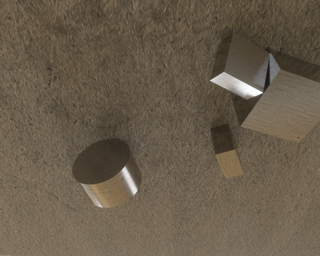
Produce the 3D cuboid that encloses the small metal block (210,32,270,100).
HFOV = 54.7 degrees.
[{"bbox_3d":[0.086,-0.066,0.332,0.050,0.050,0.025,24,159,-19],"label":"small metal block"}]

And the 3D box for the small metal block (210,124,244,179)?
[{"bbox_3d":[0.090,0.031,0.418,0.025,0.050,0.050,-18,128,14],"label":"small metal block"}]

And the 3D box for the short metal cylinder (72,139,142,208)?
[{"bbox_3d":[-0.071,0.060,0.422,0.080,0.080,0.050,-12,129,10],"label":"short metal cylinder"}]

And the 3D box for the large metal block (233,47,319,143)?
[{"bbox_3d":[0.144,-0.036,0.362,0.081,0.050,0.079,15,129,-13],"label":"large metal block"}]
